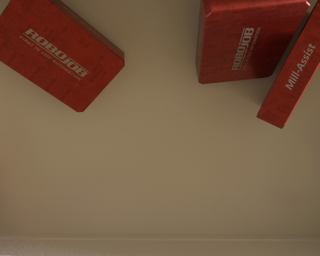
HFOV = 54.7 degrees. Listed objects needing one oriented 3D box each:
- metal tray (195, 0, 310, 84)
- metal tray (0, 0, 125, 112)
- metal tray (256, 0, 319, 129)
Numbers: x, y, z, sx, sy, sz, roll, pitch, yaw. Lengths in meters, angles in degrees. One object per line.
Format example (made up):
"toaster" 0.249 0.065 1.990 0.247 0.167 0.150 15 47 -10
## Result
"metal tray" 0.087 -0.094 0.328 0.091 0.130 0.030 -6 70 2
"metal tray" -0.117 -0.088 0.357 0.130 0.030 0.090 37 112 -24
"metal tray" 0.156 -0.069 0.350 0.030 0.090 0.129 28 109 14
